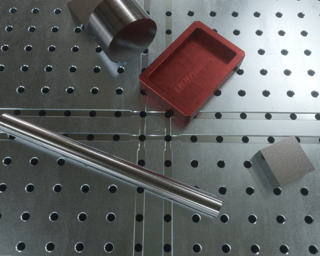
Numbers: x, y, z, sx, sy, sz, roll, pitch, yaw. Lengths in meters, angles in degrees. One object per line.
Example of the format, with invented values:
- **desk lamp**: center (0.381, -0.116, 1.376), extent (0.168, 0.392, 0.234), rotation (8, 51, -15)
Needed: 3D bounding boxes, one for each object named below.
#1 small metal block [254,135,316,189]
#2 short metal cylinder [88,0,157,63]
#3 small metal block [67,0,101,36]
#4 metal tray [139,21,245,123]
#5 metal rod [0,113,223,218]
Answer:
- **small metal block**: center (0.159, 0.044, 0.398), extent (0.050, 0.025, 0.050), rotation (-23, 72, -8)
- **short metal cylinder**: center (-0.052, -0.137, 0.432), extent (0.080, 0.080, 0.050), rotation (-33, 74, -12)
- **small metal block**: center (-0.105, -0.178, 0.475), extent (0.050, 0.025, 0.050), rotation (-34, 74, -12)
- **metal tray**: center (0.045, -0.081, 0.439), extent (0.090, 0.030, 0.130), rotation (39, 74, 12)
- **metal rod**: center (-0.068, 0.045, 0.394), extent (0.301, 0.025, 0.025), rotation (21, 71, 7)
